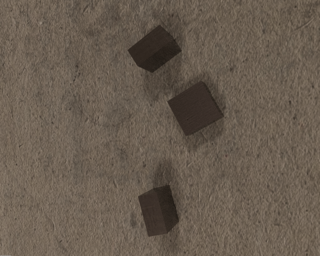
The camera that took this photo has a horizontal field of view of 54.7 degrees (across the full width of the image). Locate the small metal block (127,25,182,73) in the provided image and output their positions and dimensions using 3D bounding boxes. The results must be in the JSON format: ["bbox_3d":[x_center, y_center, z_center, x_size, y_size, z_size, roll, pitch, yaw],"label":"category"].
[{"bbox_3d":[-0.005,-0.099,0.397,0.050,0.050,0.025,-34,79,16],"label":"small metal block"}]

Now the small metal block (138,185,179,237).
[{"bbox_3d":[-0.001,0.104,0.395,0.025,0.050,0.050,-17,85,19],"label":"small metal block"}]

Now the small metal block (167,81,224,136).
[{"bbox_3d":[0.045,-0.024,0.392,0.050,0.025,0.050,-30,80,17],"label":"small metal block"}]
